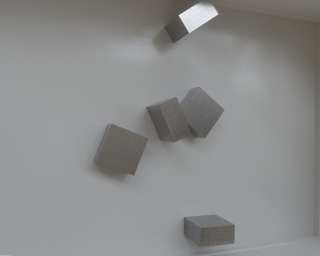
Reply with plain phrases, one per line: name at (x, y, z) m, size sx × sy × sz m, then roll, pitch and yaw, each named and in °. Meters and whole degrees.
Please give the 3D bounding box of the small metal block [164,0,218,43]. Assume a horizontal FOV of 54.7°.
small metal block at (0.040, -0.142, 0.412) m, size 0.050 × 0.050 × 0.025 m, roll -37°, pitch 102°, yaw -16°

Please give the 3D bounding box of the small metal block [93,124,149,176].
small metal block at (-0.050, 0.027, 0.392) m, size 0.050 × 0.025 × 0.050 m, roll 23°, pitch 82°, yaw -19°

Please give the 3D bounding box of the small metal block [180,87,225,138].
small metal block at (0.053, -0.021, 0.430) m, size 0.050 × 0.025 × 0.050 m, roll 40°, pitch 77°, yaw -16°

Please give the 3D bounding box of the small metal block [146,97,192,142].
small metal block at (0.010, -0.010, 0.401) m, size 0.025 × 0.050 × 0.050 m, roll -25°, pitch 99°, yaw -18°

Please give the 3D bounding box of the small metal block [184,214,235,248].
small metal block at (0.066, 0.139, 0.422) m, size 0.050 × 0.050 × 0.025 m, roll 2°, pitch 90°, yaw -20°
